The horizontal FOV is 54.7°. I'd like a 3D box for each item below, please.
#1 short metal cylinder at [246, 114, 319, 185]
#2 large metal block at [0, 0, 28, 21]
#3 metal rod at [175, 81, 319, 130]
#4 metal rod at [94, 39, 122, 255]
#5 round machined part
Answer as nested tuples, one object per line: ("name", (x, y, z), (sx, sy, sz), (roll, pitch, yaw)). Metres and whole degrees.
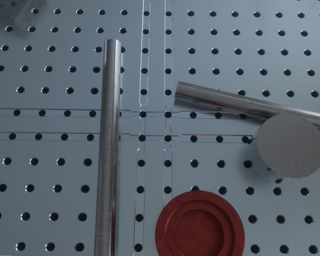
("short metal cylinder", (0.155, 0.028, 0.390), (0.081, 0.050, 0.080), (0, 70, -1))
("large metal block", (-0.250, -0.223, 0.477), (0.080, 0.050, 0.080), (20, 71, 7))
("metal rod", (0.170, -0.018, 0.420), (0.302, 0.025, 0.025), (14, 71, 4))
("metal rod", (-0.066, 0.017, 0.404), (0.025, 0.025, 0.299), (-1, 70, -1))
("round machined part", (0.044, 0.124, 0.358), (0.099, 0.042, 0.098), (0, 70, -1))
